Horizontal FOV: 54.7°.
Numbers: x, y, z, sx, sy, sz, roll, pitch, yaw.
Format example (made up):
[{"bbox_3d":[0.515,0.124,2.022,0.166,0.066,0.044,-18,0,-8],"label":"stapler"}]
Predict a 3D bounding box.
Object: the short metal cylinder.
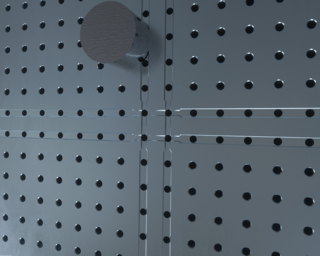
[{"bbox_3d":[-0.059,-0.123,0.419,0.080,0.050,0.079,0,90,19],"label":"short metal cylinder"}]
